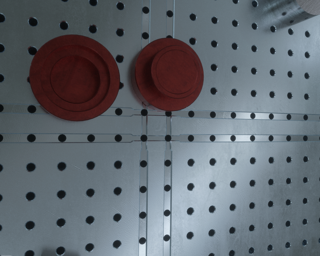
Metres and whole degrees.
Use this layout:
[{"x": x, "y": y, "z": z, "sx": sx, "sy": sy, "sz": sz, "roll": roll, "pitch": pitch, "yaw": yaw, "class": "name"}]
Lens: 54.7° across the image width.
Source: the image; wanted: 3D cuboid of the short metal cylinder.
[{"x": 0.217, "y": -0.207, "z": 0.479, "sx": 0.081, "sy": 0.050, "sz": 0.080, "roll": 0, "pitch": 90, "yaw": -20, "class": "short metal cylinder"}]

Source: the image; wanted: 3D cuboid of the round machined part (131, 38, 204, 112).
[{"x": 0.015, "y": -0.071, "z": 0.409, "sx": 0.099, "sy": 0.042, "sz": 0.097, "roll": 0, "pitch": 90, "yaw": -20, "class": "round machined part"}]

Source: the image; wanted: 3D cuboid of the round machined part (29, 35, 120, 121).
[{"x": -0.100, "y": -0.056, "z": 0.366, "sx": 0.099, "sy": 0.042, "sz": 0.097, "roll": 0, "pitch": 90, "yaw": -20, "class": "round machined part"}]
